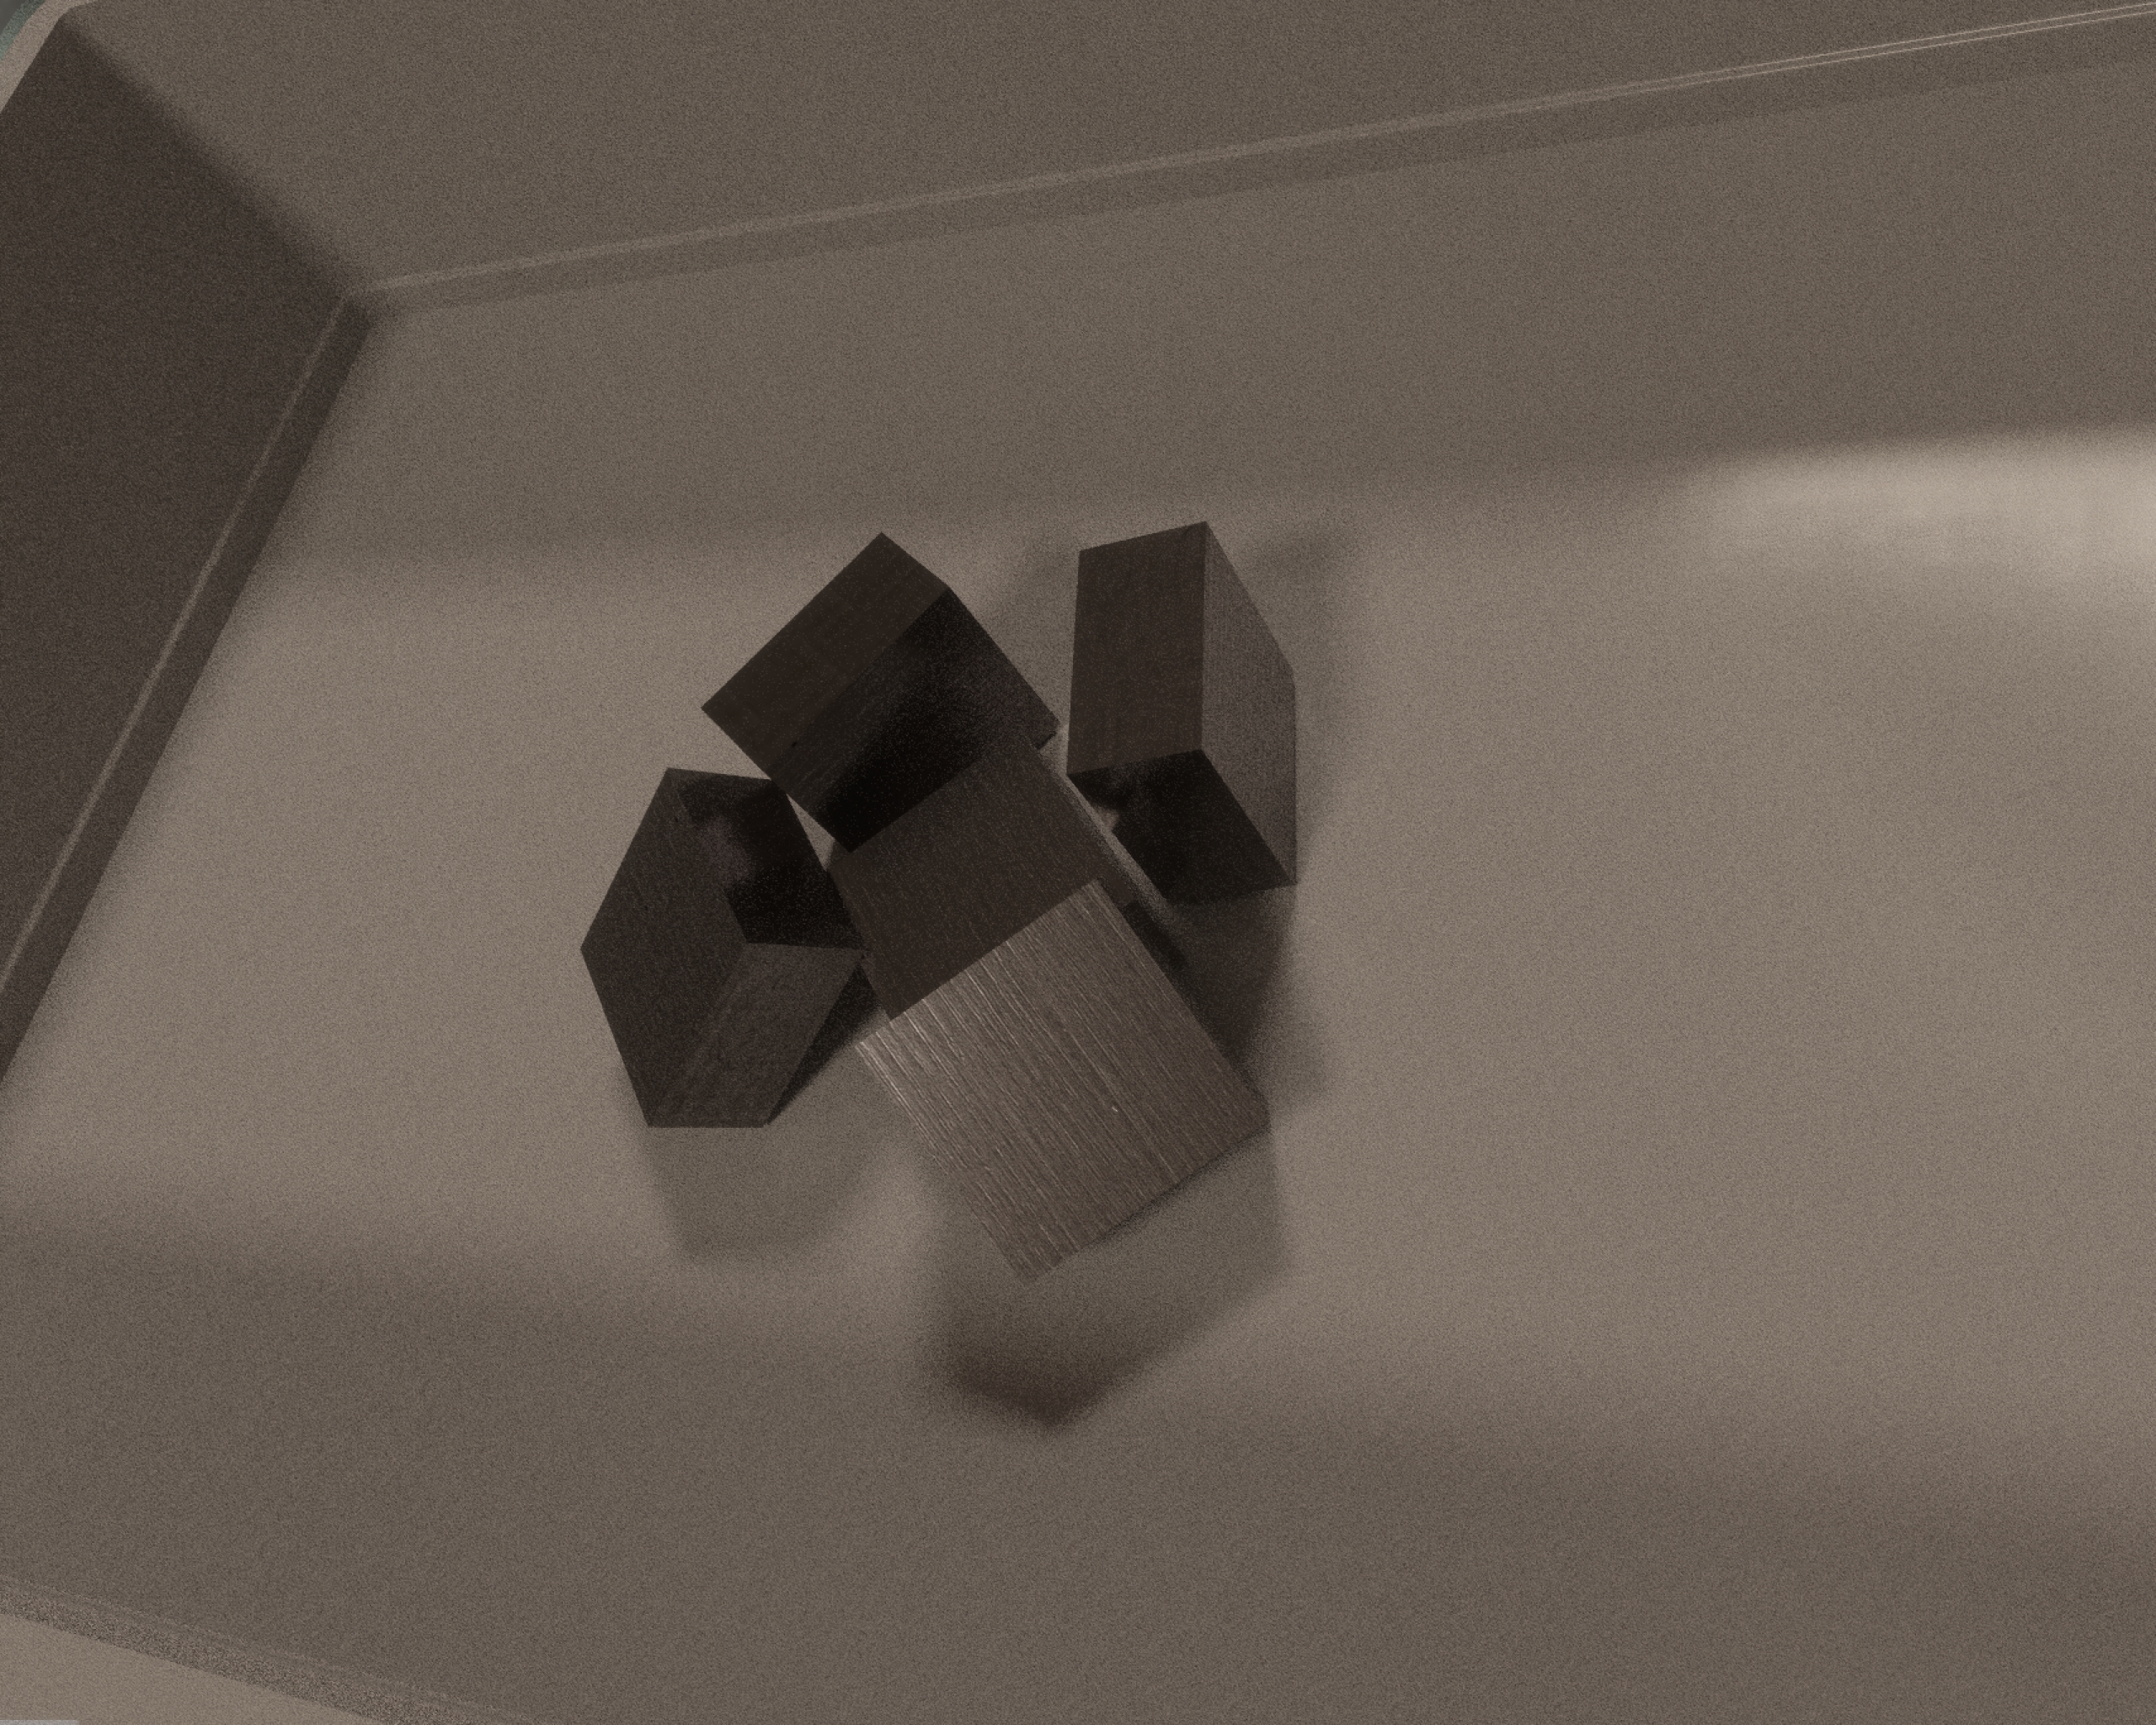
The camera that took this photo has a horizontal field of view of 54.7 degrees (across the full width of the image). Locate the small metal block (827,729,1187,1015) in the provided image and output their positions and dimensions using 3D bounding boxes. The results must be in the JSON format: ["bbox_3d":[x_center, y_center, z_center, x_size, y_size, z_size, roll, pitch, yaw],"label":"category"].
[{"bbox_3d":[-0.016,0.011,0.403,0.050,0.025,0.050,-36,51,4],"label":"small metal block"}]

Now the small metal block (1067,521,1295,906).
[{"bbox_3d":[0.021,-0.027,0.391,0.025,0.050,0.050,-10,57,21],"label":"small metal block"}]

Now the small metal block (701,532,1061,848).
[{"bbox_3d":[-0.039,-0.030,0.424,0.050,0.050,0.025,-45,51,-3],"label":"small metal block"}]

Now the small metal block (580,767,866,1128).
[{"bbox_3d":[-0.072,0.017,0.414,0.050,0.025,0.050,-58,45,29],"label":"small metal block"}]

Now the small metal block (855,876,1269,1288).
[{"bbox_3d":[-0.002,0.037,0.364,0.050,0.025,0.050,-35,88,4],"label":"small metal block"}]
